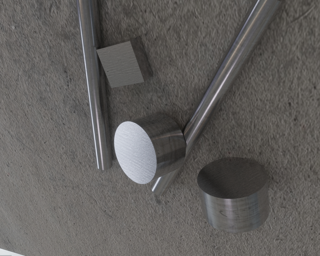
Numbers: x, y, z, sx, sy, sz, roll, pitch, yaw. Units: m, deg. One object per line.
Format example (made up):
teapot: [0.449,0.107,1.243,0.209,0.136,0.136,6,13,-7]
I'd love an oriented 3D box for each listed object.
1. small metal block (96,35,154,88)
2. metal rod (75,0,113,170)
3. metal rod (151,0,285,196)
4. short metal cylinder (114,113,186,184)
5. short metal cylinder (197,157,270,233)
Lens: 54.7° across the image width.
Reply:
small metal block: [-0.042,-0.080,0.380,0.050,0.025,0.050,-5,116,30]
metal rod: [-0.086,-0.068,0.409,0.025,0.025,0.298,14,124,20]
metal rod: [0.050,-0.014,0.371,0.025,0.025,0.298,32,129,7]
short metal cylinder: [-0.014,0.025,0.396,0.080,0.050,0.079,18,116,42]
short metal cylinder: [0.088,0.078,0.373,0.080,0.080,0.050,2,119,27]
